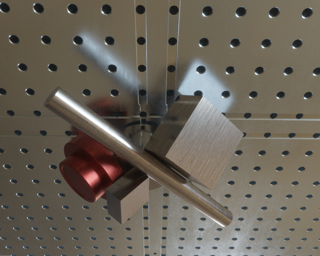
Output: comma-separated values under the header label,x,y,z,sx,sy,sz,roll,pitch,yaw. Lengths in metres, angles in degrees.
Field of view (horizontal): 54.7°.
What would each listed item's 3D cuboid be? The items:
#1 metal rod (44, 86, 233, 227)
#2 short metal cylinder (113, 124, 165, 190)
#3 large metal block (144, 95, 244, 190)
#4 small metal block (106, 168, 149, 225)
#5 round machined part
label,x,y,z,sx,sy,sz,roll,pitch,yaw
metal rod,-0.006,0.050,0.384,0.025,0.025,0.301,-36,122,26
short metal cylinder,-0.024,0.041,0.425,0.081,0.050,0.079,0,130,0
large metal block,0.042,0.016,0.376,0.080,0.050,0.080,39,77,-28
small metal block,-0.040,0.086,0.395,0.025,0.050,0.050,31,137,28
round machined part,-0.095,0.060,0.412,0.098,0.042,0.097,28,141,26
